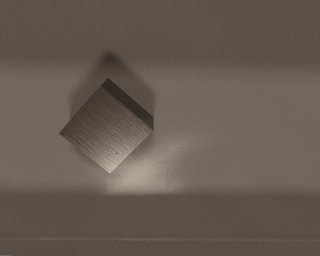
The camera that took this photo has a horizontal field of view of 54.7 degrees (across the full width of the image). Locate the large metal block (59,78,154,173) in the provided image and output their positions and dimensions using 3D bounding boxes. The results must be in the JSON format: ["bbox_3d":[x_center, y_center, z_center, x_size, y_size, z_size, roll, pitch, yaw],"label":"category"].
[{"bbox_3d":[-0.065,-0.004,0.396,0.080,0.050,0.080,41,105,-14],"label":"large metal block"}]
